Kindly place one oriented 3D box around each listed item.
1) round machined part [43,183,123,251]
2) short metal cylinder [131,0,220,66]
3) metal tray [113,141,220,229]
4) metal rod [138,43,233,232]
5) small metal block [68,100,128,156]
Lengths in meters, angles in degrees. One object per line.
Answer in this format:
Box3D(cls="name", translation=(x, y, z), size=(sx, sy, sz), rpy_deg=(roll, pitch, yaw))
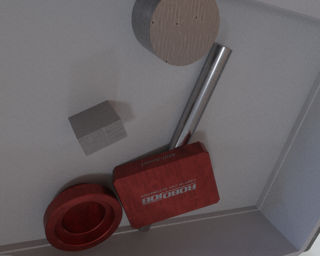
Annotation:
Box3D(cls="round machined part", translation=(-0.104, 0.113, 0.412), size=(0.099, 0.042, 0.097), rpy_deg=(-14, 125, -21))
Box3D(cls="short metal cylinder", translation=(0.016, -0.113, 0.333), size=(0.081, 0.050, 0.079), rpy_deg=(-14, 125, -21))
Box3D(cls="metal tray", translation=(0.010, 0.080, 0.431), size=(0.131, 0.030, 0.089), rpy_deg=(-17, 116, -1))
Box3D(cls="metal rod", translation=(0.026, 0.027, 0.441), size=(0.025, 0.025, 0.298), rpy_deg=(9, 114, -33))
Box3D(cls="small metal block", translation=(-0.072, -0.001, 0.354), size=(0.050, 0.050, 0.025), rpy_deg=(-26, 128, -12))
